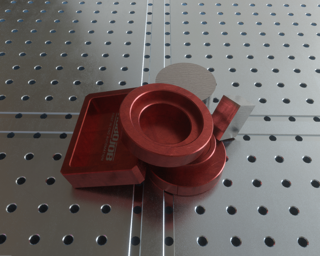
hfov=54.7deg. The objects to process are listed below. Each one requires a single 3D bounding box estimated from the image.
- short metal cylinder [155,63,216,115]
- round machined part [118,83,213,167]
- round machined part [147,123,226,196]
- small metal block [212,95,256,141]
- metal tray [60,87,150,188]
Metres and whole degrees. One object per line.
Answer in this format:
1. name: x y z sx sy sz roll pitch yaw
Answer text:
1. short metal cylinder: 0.034 -0.046 0.430 0.081 0.050 0.080 0 50 0
2. round machined part: 0.004 0.001 0.334 0.099 0.042 0.098 7 51 -8
3. round machined part: 0.030 0.028 0.372 0.099 0.042 0.098 0 50 0
4. small metal block: 0.089 -0.014 0.391 0.025 0.050 0.050 39 25 27
5. metal tray: -0.059 0.007 0.383 0.090 0.030 0.130 -6 49 13
